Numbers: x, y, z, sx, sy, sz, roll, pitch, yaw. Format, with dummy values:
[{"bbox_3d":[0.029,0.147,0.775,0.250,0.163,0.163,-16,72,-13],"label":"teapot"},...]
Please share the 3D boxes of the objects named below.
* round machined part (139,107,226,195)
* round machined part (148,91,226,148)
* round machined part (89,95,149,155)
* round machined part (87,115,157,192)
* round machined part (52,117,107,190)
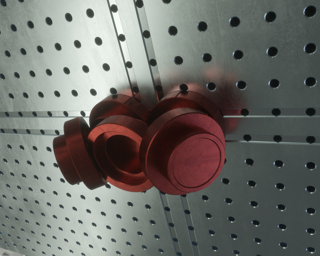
[{"bbox_3d":[0.031,0.030,0.336,0.042,0.099,0.097,37,145,59],"label":"round machined part"},{"bbox_3d":[0.029,0.006,0.387,0.098,0.042,0.097,13,124,20],"label":"round machined part"},{"bbox_3d":[-0.058,0.006,0.432,0.098,0.042,0.097,13,124,20],"label":"round machined part"},{"bbox_3d":[-0.037,0.027,0.379,0.098,0.042,0.097,13,124,20],"label":"round machined part"},{"bbox_3d":[-0.108,0.037,0.412,0.042,0.098,0.097,-21,112,-4],"label":"round machined part"}]
